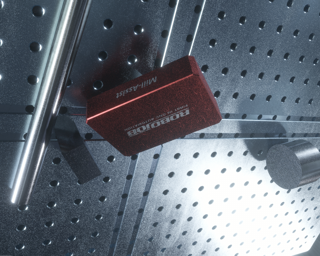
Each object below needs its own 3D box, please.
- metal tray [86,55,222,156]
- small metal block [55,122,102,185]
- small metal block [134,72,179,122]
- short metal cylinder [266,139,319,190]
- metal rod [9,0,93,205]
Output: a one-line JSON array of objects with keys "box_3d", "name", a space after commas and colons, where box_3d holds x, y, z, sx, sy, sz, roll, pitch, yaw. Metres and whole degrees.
[{"box_3d": [-0.005, -0.019, 0.353, 0.130, 0.030, 0.090, -21, 141, 15], "name": "metal tray"}, {"box_3d": [-0.096, 0.029, 0.362, 0.025, 0.050, 0.050, -28, 128, -11], "name": "small metal block"}, {"box_3d": [-0.004, -0.037, 0.371, 0.050, 0.050, 0.025, 26, 104, -38], "name": "small metal block"}, {"box_3d": [0.236, 0.064, 0.547, 0.050, 0.080, 0.079, -10, 123, -24], "name": "short metal cylinder"}, {"box_3d": [-0.111, -0.045, 0.323, 0.025, 0.025, 0.298, 10, 113, -33], "name": "metal rod"}]
